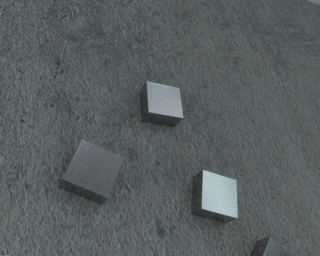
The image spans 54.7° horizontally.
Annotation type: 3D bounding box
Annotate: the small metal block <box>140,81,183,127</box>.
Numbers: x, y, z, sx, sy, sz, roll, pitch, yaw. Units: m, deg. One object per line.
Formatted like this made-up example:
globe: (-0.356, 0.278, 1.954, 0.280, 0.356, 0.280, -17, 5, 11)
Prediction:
small metal block: (0.001, -0.032, 0.424, 0.050, 0.025, 0.050, 9, 58, -24)

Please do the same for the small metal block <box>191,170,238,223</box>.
small metal block: (0.068, 0.086, 0.388, 0.050, 0.025, 0.050, 19, 54, -17)

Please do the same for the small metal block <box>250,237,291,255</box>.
small metal block: (0.135, 0.170, 0.372, 0.050, 0.025, 0.050, 43, 51, 1)

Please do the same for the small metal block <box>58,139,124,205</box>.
small metal block: (-0.074, 0.048, 0.335, 0.050, 0.025, 0.050, 26, 53, -12)
